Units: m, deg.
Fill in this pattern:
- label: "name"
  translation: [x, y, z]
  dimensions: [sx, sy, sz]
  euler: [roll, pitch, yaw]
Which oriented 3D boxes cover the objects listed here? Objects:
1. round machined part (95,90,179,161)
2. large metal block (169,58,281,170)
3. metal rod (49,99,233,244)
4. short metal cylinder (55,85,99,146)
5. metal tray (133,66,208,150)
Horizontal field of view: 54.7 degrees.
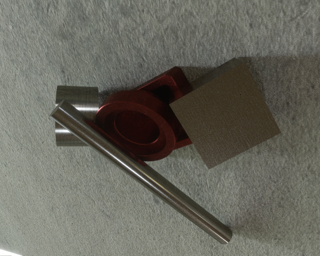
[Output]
- label: "round machined part"
  translation: [-0.024, -0.007, 0.373]
  dimensions: [0.098, 0.042, 0.097]
  euler: [11, 137, 11]
- label: "large metal block"
  translation: [0.065, -0.017, 0.325]
  dimensions: [0.080, 0.050, 0.080]
  euler: [-29, 104, 10]
- label: "metal rod"
  translation: [-0.008, 0.069, 0.397]
  dimensions: [0.300, 0.025, 0.025]
  euler: [41, 131, -23]
- label: "short metal cylinder"
  translation: [-0.109, -0.015, 0.410]
  dimensions: [0.050, 0.080, 0.079]
  euler: [1, 126, -14]
- label: "metal tray"
  translation: [-0.009, -0.012, 0.401]
  dimensions: [0.130, 0.030, 0.090]
  euler: [-22, 107, 36]
